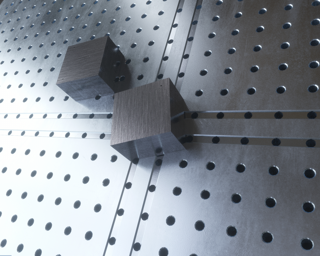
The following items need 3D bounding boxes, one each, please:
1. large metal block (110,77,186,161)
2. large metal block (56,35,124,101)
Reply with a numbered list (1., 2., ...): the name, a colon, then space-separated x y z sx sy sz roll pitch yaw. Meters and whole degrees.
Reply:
1. large metal block: -0.014 -0.010 0.404 0.080 0.050 0.080 -14 56 20
2. large metal block: -0.113 -0.096 0.508 0.080 0.050 0.080 -7 58 24
